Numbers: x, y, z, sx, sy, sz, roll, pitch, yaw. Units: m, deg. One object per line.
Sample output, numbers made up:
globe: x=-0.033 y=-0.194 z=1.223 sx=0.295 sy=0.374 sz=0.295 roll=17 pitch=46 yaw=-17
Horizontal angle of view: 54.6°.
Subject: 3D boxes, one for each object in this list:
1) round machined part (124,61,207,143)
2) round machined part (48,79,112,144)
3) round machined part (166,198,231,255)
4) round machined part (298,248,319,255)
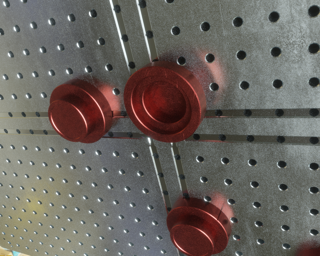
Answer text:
round machined part: x=0.009 y=-0.034 z=0.375 sx=0.098 sy=0.042 sz=0.097 roll=13 pitch=124 yaw=21
round machined part: x=-0.123 y=-0.018 z=0.455 sx=0.098 sy=0.042 sz=0.097 roll=13 pitch=124 yaw=21
round machined part: x=0.054 y=0.157 z=0.469 sx=0.098 sy=0.042 sz=0.097 roll=13 pitch=124 yaw=21
round machined part: x=0.228 y=0.210 z=0.410 sx=0.098 sy=0.042 sz=0.097 roll=13 pitch=124 yaw=21
